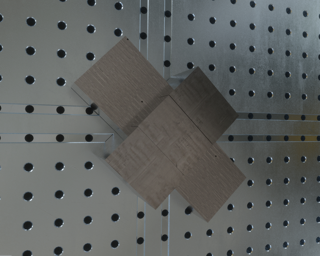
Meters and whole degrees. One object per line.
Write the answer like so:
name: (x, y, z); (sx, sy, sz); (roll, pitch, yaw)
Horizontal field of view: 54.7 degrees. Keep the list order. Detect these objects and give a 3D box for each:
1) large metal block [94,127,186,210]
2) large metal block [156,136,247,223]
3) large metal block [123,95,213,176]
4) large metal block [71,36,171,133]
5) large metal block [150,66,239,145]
large metal block: (-0.028, 0.044, 0.374); (0.050, 0.080, 0.080); (-46, 105, -14)
large metal block: (0.054, 0.065, 0.421); (0.080, 0.050, 0.080); (-45, 105, -14)
large metal block: (0.005, 0.009, 0.387); (0.050, 0.080, 0.080); (-46, 105, -14)
large metal block: (-0.048, -0.050, 0.379); (0.080, 0.050, 0.080); (-47, 105, -13)
large metal block: (0.040, -0.026, 0.400); (0.050, 0.080, 0.080); (-46, 105, -14)
